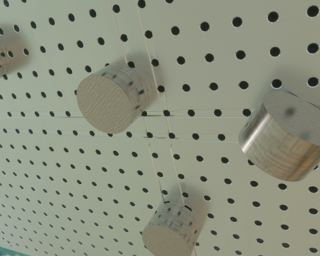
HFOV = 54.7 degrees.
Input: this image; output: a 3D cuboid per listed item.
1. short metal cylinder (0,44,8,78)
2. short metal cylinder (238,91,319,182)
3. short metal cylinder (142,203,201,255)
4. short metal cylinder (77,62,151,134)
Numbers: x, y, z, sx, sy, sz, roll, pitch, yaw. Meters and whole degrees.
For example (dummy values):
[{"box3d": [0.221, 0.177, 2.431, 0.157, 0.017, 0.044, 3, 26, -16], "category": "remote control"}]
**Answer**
[{"box3d": [-0.287, -0.106, 0.481, 0.080, 0.050, 0.079, 13, 124, 21], "category": "short metal cylinder"}, {"box3d": [0.128, 0.007, 0.313, 0.080, 0.080, 0.050, 30, 128, 8], "category": "short metal cylinder"}, {"box3d": [0.019, 0.165, 0.488, 0.080, 0.050, 0.079, 13, 124, 21], "category": "short metal cylinder"}, {"box3d": [-0.059, -0.039, 0.402, 0.080, 0.050, 0.079, 13, 124, 21], "category": "short metal cylinder"}]
